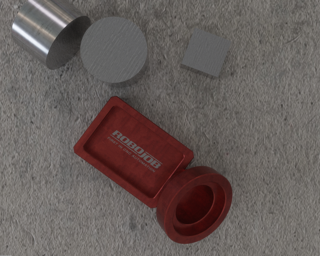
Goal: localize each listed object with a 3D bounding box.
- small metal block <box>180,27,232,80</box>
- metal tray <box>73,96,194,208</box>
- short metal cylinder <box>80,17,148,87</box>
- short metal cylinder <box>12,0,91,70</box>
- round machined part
[{"bbox_3d":[0.060,-0.097,0.411,0.050,0.025,0.050,21,90,0],"label":"small metal block"},{"bbox_3d":[-0.033,0.031,0.407,0.130,0.030,0.090,36,90,0],"label":"metal tray"},{"bbox_3d":[-0.055,-0.094,0.397,0.081,0.050,0.080,0,90,0],"label":"short metal cylinder"},{"bbox_3d":[-0.132,-0.119,0.381,0.050,0.080,0.080,38,90,0],"label":"short metal cylinder"},{"bbox_3d":[0.038,0.091,0.387,0.099,0.042,0.097,-12,116,-26],"label":"round machined part"}]
